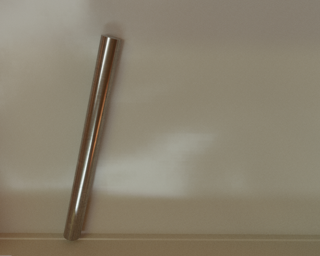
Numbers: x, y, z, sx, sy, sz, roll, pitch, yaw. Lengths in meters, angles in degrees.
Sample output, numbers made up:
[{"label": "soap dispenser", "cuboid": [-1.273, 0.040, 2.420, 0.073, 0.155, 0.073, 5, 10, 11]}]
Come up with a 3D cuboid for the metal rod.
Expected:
[{"label": "metal rod", "cuboid": [-0.096, 0.027, 0.419, 0.025, 0.025, 0.298, 14, 109, -6]}]
